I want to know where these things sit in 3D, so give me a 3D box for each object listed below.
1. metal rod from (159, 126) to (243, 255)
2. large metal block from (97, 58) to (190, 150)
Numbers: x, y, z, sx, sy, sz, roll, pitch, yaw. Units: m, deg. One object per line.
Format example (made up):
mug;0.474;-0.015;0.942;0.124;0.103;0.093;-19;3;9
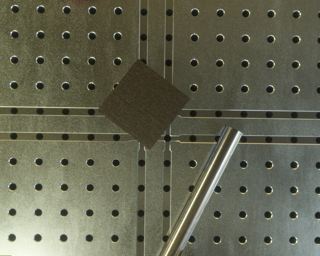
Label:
metal rod;0.031;0.135;0.413;0.025;0.025;0.299;27;90;-1
large metal block;-0.020;-0.029;0.401;0.080;0.050;0.080;38;90;-1
